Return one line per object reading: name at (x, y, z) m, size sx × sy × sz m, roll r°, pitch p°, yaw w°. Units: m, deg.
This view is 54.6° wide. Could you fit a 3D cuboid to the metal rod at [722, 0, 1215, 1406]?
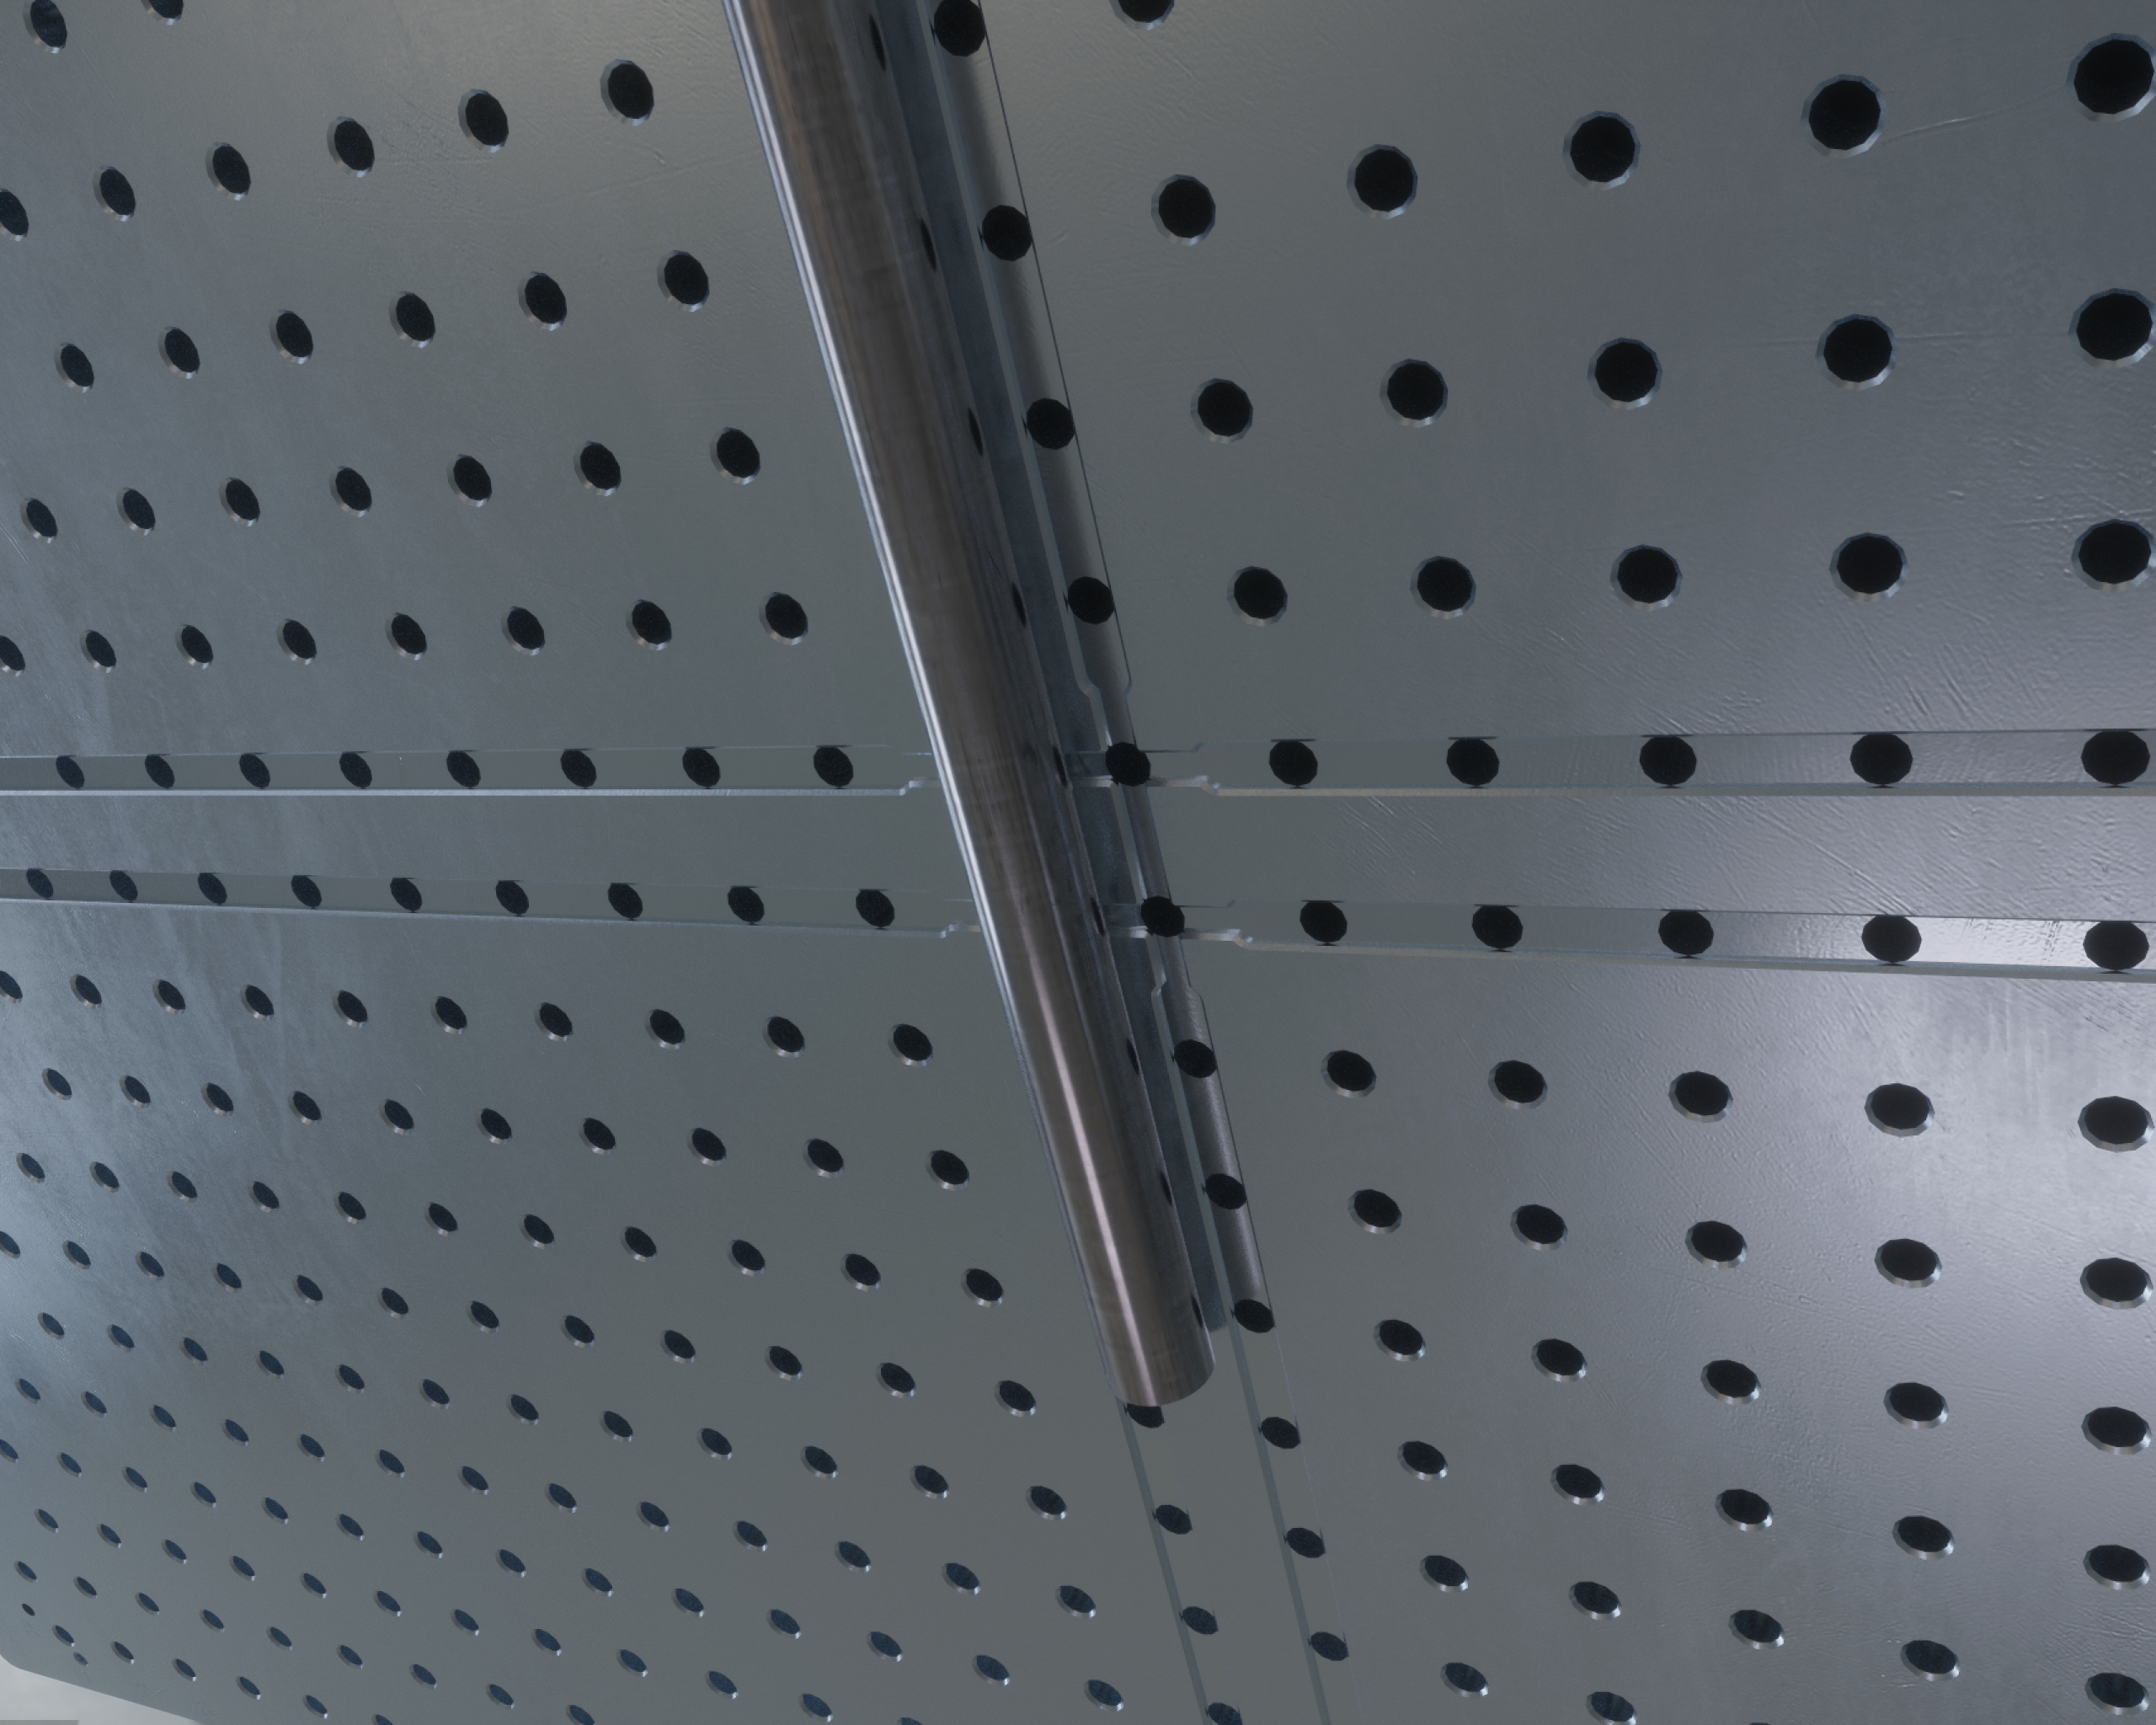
metal rod at (-0.014, -0.016, 0.410) m, size 0.025 × 0.025 × 0.298 m, roll 0°, pitch 119°, yaw 28°
